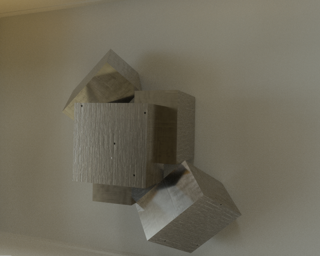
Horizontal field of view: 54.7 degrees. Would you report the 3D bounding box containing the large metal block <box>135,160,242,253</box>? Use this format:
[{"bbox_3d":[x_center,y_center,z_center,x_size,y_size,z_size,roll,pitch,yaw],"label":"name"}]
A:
[{"bbox_3d":[0.033,0.094,0.360,0.080,0.080,0.050,-43,42,15],"label":"large metal block"}]

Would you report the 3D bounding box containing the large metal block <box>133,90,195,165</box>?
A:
[{"bbox_3d":[0.008,-0.001,0.375,0.050,0.080,0.080,1,90,20],"label":"large metal block"}]

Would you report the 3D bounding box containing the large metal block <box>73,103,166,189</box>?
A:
[{"bbox_3d":[-0.041,0.015,0.325,0.080,0.050,0.080,2,91,20],"label":"large metal block"}]

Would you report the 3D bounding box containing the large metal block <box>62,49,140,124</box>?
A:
[{"bbox_3d":[-0.072,-0.048,0.397,0.050,0.080,0.080,40,105,-21],"label":"large metal block"}]

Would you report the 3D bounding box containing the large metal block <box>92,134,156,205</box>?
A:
[{"bbox_3d":[-0.042,0.047,0.395,0.050,0.080,0.080,1,90,20],"label":"large metal block"}]
